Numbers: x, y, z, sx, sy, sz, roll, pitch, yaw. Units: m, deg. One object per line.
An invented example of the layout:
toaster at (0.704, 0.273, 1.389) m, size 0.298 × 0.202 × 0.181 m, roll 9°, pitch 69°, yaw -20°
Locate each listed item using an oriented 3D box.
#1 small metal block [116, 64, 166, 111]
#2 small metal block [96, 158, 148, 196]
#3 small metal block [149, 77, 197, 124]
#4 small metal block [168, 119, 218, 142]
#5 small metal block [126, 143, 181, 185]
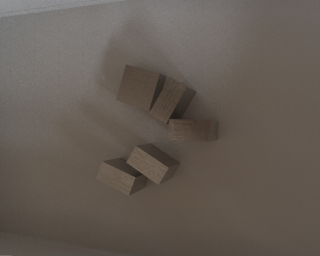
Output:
small metal block at (-0.025, -0.054, 0.419) m, size 0.050 × 0.025 × 0.050 m, roll 18°, pitch 96°, yaw 19°
small metal block at (-0.048, 0.063, 0.414) m, size 0.050 × 0.050 × 0.025 m, roll 22°, pitch 98°, yaw 18°
small metal block at (0.018, -0.033, 0.391) m, size 0.025 × 0.050 × 0.050 m, roll 32°, pitch 101°, yaw 17°
small metal block at (0.042, 0.002, 0.382) m, size 0.050 × 0.050 × 0.025 m, roll 2°, pitch 91°, yaw 20°
small metal block at (-0.007, 0.045, 0.400) m, size 0.050 × 0.050 × 0.025 m, roll 32°, pitch 101°, yaw 17°
